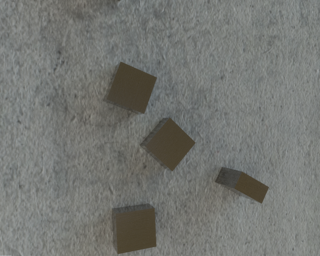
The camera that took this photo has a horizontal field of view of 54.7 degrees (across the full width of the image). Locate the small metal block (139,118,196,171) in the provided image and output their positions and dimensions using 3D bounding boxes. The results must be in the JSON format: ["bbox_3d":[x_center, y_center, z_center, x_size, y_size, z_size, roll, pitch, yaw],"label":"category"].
[{"bbox_3d":[0.010,0.021,0.414,0.050,0.025,0.050,44,76,-15],"label":"small metal block"}]

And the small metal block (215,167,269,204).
[{"bbox_3d":[0.115,0.080,0.440,0.050,0.050,0.025,30,80,-18],"label":"small metal block"}]

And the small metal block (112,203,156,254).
[{"bbox_3d":[-0.034,0.128,0.398,0.050,0.025,0.050,-3,91,-20],"label":"small metal block"}]

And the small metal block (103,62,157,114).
[{"bbox_3d":[-0.038,-0.050,0.396,0.050,0.025,0.050,21,83,-19],"label":"small metal block"}]
